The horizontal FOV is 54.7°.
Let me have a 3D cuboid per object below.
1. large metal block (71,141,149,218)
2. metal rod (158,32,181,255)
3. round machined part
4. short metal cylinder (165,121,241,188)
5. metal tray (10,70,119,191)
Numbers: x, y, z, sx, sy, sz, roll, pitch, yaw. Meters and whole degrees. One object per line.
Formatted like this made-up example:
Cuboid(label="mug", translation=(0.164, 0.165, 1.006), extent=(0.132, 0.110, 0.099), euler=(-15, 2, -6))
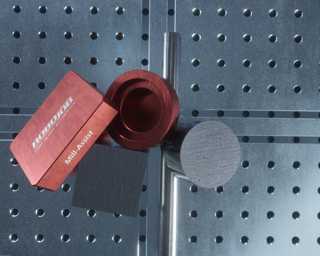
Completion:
Cuboid(label="large metal block", translation=(-0.061, 0.062, 0.400), extent=(0.080, 0.050, 0.080), euler=(10, 90, 0))
Cuboid(label="metal rod", translation=(0.013, 0.024, 0.414), extent=(0.025, 0.025, 0.298), euler=(1, 90, 0))
Cuboid(label="round machined part", translation=(-0.020, -0.022, 0.392), extent=(0.098, 0.042, 0.097), euler=(0, 89, 25))
Cuboid(label="short metal cylinder", translation=(0.052, 0.031, 0.388), extent=(0.081, 0.050, 0.079), euler=(0, 90, -20))
Cuboid(label="metal tray", translation=(-0.121, 0.001, 0.385), extent=(0.130, 0.030, 0.090), euler=(-52, 52, 0))
